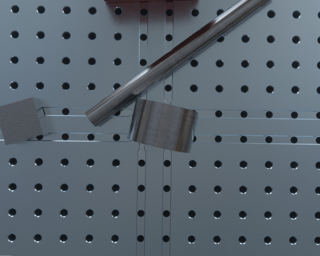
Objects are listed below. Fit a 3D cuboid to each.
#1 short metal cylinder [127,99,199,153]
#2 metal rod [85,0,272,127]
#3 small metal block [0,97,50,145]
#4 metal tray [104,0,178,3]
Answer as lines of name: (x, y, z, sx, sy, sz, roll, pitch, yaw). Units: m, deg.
short metal cylinder: (0.004, -0.003, 0.386, 0.080, 0.080, 0.050, 13, 90, -1)
metal rod: (0.030, -0.100, 0.413, 0.301, 0.025, 0.025, -36, 90, -1)
small metal block: (-0.182, -0.009, 0.411, 0.050, 0.025, 0.050, -16, 90, -1)
metal tray: (-0.011, -0.189, 0.380, 0.131, 0.090, 0.030, -2, 90, -1)
